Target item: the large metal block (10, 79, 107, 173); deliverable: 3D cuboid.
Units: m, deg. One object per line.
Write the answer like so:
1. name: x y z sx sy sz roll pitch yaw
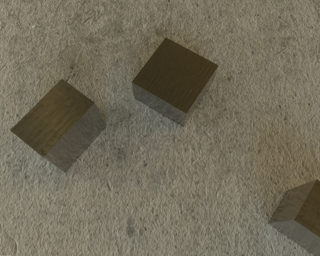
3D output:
1. large metal block: -0.117 0.000 0.378 0.050 0.080 0.080 36 74 12

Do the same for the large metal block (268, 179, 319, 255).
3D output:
1. large metal block: 0.179 0.107 0.341 0.080 0.080 0.050 34 74 11

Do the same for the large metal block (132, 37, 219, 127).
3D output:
1. large metal block: 0.020 -0.061 0.417 0.080 0.050 0.080 31 73 10
